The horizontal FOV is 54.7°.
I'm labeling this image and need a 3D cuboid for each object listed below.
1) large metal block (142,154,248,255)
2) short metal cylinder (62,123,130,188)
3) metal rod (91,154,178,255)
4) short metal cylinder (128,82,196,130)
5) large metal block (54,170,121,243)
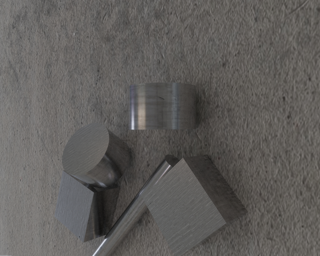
[{"bbox_3d":[0.038,0.088,0.358,0.080,0.050,0.080,-48,62,29],"label":"large metal block"},{"bbox_3d":[-0.091,0.039,0.442,0.080,0.050,0.080,-16,53,23],"label":"short metal cylinder"},{"bbox_3d":[-0.060,0.153,0.454,0.025,0.025,0.298,50,119,28],"label":"metal rod"},{"bbox_3d":[0.003,-0.023,0.367,0.080,0.081,0.050,0,90,40],"label":"short metal cylinder"},{"bbox_3d":[-0.115,0.116,0.483,0.080,0.050,0.079,22,104,37],"label":"large metal block"}]
